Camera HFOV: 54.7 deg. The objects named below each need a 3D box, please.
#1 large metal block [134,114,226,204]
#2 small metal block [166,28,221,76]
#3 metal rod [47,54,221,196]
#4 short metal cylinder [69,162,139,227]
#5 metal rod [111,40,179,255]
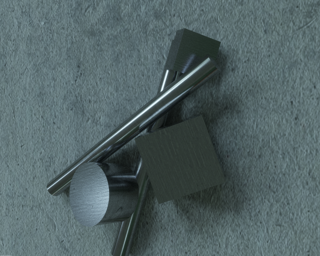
[{"bbox_3d":[0.025,0.034,0.372,0.080,0.050,0.080,-20,93,6],"label":"large metal block"},{"bbox_3d":[0.041,-0.089,0.382,0.050,0.025,0.050,14,96,-21],"label":"small metal block"},{"bbox_3d":[-0.049,0.009,0.409,0.299,0.025,0.025,-37,78,23],"label":"metal rod"},{"bbox_3d":[-0.075,0.086,0.410,0.080,0.050,0.080,-7,79,39],"label":"short metal cylinder"},{"bbox_3d":[-0.014,0.033,0.414,0.025,0.025,0.298,18,96,19],"label":"metal rod"}]
